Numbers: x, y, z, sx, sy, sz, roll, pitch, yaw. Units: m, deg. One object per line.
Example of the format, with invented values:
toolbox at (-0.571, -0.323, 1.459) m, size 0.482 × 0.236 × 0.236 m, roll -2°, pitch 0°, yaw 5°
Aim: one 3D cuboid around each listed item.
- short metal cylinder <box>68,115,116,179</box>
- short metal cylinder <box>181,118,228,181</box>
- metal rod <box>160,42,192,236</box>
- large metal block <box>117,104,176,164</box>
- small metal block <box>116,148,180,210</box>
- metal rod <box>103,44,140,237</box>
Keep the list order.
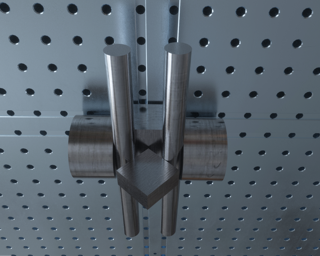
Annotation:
short metal cylinder at (-0.080, 0.023, 0.390) m, size 0.050 × 0.080 × 0.079 m, roll 1°, pitch 130°, yaw -1°
short metal cylinder at (0.052, 0.027, 0.394) m, size 0.050 × 0.080 × 0.079 m, roll 1°, pitch 130°, yaw 0°
metal rod at (0.014, 0.041, 0.377) m, size 0.025 × 0.025 × 0.298 m, roll 0°, pitch 130°, yaw -1°
large metal block at (-0.014, 0.016, 0.404) m, size 0.081 × 0.050 × 0.079 m, roll 1°, pitch 130°, yaw -1°
small metal block at (-0.014, 0.057, 0.357) m, size 0.050 × 0.050 × 0.025 m, roll 33°, pitch 140°, yaw 31°
metal rod at (-0.041, 0.042, 0.377) m, size 0.025 × 0.025 × 0.298 m, roll 0°, pitch 130°, yaw -1°
